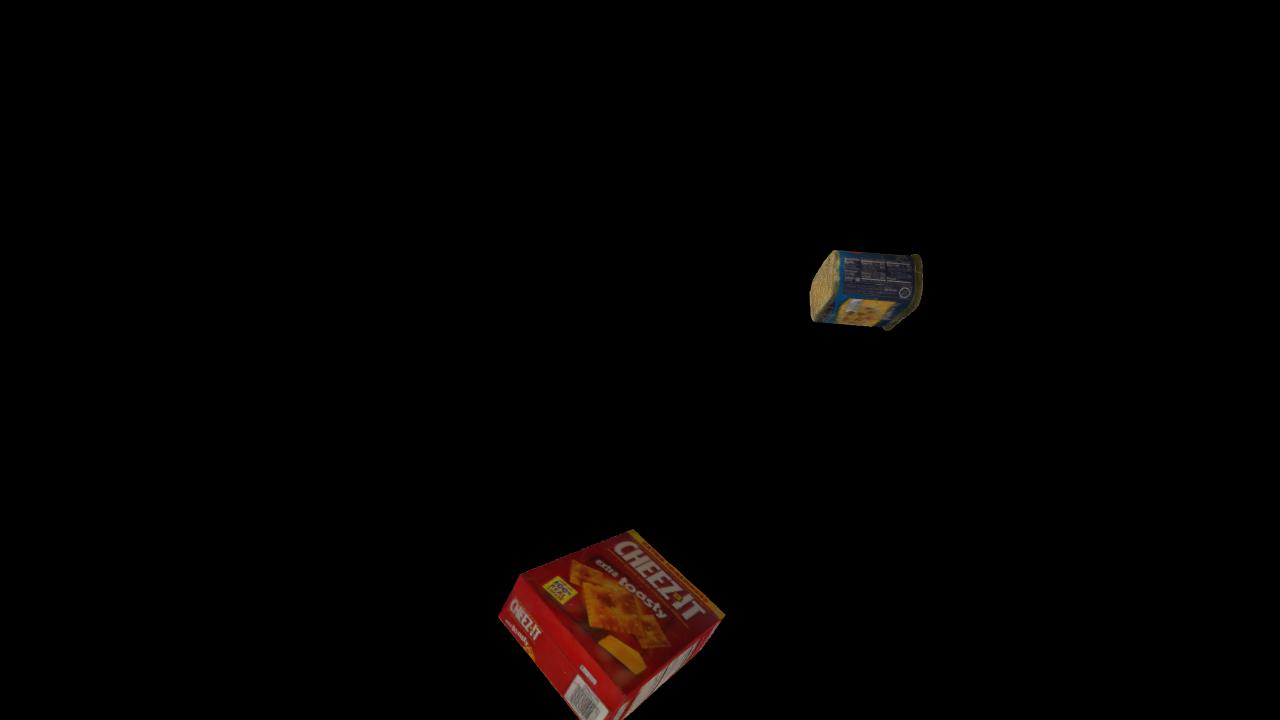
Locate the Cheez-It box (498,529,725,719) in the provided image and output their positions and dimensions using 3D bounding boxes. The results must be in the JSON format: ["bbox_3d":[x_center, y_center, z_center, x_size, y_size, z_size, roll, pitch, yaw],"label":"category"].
[{"bbox_3d":[-0.024,0.293,0.704,0.166,0.071,0.223,38,19,27],"label":"Cheez-It box"}]

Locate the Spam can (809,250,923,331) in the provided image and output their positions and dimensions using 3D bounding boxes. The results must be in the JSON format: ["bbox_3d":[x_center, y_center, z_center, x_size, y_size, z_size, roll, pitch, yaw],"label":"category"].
[{"bbox_3d":[0.230,-0.071,0.637,0.085,0.058,0.101,4,-16,2],"label":"Spam can"}]
